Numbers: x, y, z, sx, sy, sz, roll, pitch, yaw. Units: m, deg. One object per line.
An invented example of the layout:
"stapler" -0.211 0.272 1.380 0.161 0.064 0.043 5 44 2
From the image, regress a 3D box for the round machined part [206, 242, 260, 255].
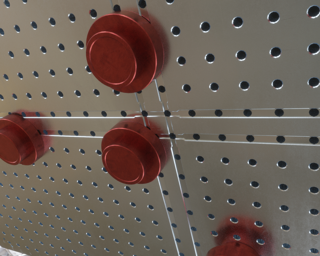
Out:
"round machined part" 0.117 0.213 0.470 0.098 0.042 0.097 13 124 21

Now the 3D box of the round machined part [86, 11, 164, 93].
"round machined part" -0.049 -0.087 0.373 0.098 0.042 0.097 13 124 21

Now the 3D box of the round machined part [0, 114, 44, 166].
"round machined part" -0.262 0.028 0.557 0.098 0.042 0.097 13 124 21

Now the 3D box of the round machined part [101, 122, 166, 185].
"round machined part" -0.045 0.043 0.451 0.098 0.042 0.097 13 124 21
